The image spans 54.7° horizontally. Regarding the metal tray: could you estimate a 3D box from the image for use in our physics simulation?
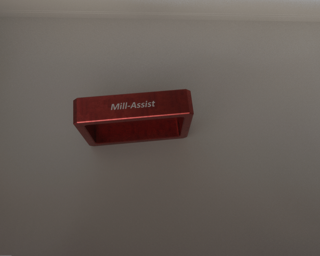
[{"bbox_3d":[-0.030,-0.010,0.378,0.131,0.090,0.030,-5,70,-2],"label":"metal tray"}]
